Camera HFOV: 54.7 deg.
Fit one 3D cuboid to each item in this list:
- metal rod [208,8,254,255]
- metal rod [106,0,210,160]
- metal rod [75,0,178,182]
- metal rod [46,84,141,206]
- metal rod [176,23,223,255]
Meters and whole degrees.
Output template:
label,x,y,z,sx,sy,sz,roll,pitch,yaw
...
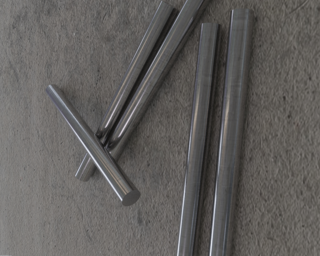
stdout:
label,x,y,z,sx,sy,sz,roll,pitch,yaw
metal rod,0.076,0.024,0.341,0.025,0.025,0.298,8,95,40
metal rod,-0.011,-0.063,0.413,0.025,0.025,0.298,46,117,30
metal rod,-0.057,-0.039,0.452,0.025,0.025,0.298,45,117,30
metal rod,-0.116,0.007,0.469,0.300,0.025,0.025,43,116,42
metal rod,0.044,0.030,0.368,0.025,0.025,0.298,10,96,39
